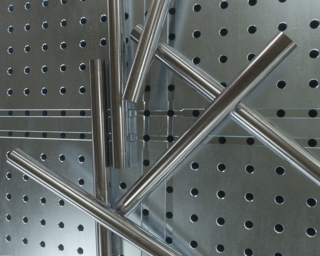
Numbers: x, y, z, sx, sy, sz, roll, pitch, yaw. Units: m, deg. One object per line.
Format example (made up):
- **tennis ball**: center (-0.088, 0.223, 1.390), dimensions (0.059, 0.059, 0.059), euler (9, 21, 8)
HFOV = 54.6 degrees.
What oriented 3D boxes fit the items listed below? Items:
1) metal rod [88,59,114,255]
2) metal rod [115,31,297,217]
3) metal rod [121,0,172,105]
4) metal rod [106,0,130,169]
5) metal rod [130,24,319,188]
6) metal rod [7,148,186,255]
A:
- **metal rod**: center (-0.083, 0.053, 0.442), dimensions (0.025, 0.025, 0.298), euler (-3, 89, 20)
- **metal rod**: center (0.041, 0.010, 0.378), dimensions (0.025, 0.025, 0.299), euler (47, 112, 14)
- **metal rod**: center (0.006, -0.176, 0.391), dimensions (0.025, 0.025, 0.299), euler (16, 88, 19)
- **metal rod**: center (-0.059, -0.094, 0.434), dimensions (0.025, 0.025, 0.298), euler (-2, 89, 20)
- **metal rod**: center (0.078, -0.036, 0.385), dimensions (0.300, 0.025, 0.025), euler (41, 103, 15)
- **metal rod**: center (-0.076, 0.115, 0.414), dimensions (0.301, 0.025, 0.025), euler (31, 100, 7)
